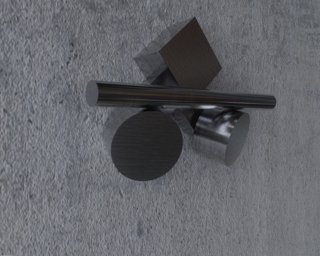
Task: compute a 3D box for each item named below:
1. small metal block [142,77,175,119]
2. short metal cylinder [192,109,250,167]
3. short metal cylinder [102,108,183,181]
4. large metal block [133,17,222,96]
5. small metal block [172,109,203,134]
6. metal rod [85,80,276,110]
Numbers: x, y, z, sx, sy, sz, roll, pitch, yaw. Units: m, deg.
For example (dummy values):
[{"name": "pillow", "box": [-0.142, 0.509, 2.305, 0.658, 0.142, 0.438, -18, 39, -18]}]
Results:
[{"name": "small metal block", "box": [-0.012, -0.029, 0.396, 0.050, 0.025, 0.050, -51, 120, -29]}, {"name": "short metal cylinder", "box": [0.089, 0.009, 0.446, 0.081, 0.050, 0.079, -36, 137, -43]}, {"name": "short metal cylinder", "box": [-0.021, 0.013, 0.353, 0.081, 0.050, 0.079, -6, 109, -19]}, {"name": "large metal block", "box": [0.026, -0.085, 0.408, 0.080, 0.050, 0.080, -50, 120, -28]}, {"name": "small metal block", "box": [0.044, -0.027, 0.442, 0.050, 0.025, 0.050, -51, 120, -28]}, {"name": "metal rod", "box": [0.053, -0.036, 0.383, 0.302, 0.025, 0.025, -2, 92, -40]}]
